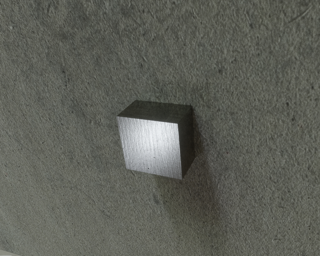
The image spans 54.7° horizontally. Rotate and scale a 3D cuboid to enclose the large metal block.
[{"bbox_3d":[-0.002,0.013,0.400,0.080,0.050,0.079,8,122,24],"label":"large metal block"}]
